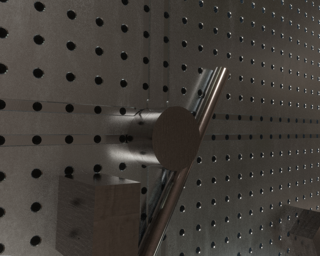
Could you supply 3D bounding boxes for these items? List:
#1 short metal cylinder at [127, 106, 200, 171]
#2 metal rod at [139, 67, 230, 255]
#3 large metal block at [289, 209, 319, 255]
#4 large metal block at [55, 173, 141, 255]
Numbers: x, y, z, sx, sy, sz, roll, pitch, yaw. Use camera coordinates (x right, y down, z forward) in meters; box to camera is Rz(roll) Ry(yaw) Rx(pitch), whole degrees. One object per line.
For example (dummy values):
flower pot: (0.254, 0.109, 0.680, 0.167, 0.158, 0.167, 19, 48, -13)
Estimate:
short metal cylinder: (0.006, 0.013, 0.400, 0.081, 0.050, 0.079, 0, 90, -40)
metal rod: (0.040, 0.038, 0.444, 0.025, 0.025, 0.300, 39, 66, -34)
large metal block: (0.333, 0.239, 0.677, 0.080, 0.050, 0.080, -37, 113, -34)
large metal block: (-0.066, 0.092, 0.320, 0.050, 0.080, 0.080, 4, 88, -40)
